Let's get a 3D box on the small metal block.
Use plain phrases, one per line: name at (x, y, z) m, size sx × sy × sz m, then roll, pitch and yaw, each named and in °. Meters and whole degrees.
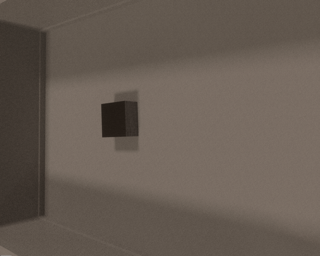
small metal block at (-0.059, -0.012, 0.453) m, size 0.050 × 0.025 × 0.050 m, roll -3°, pitch 88°, yaw 39°
